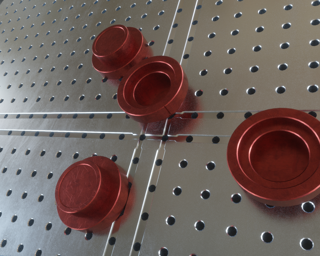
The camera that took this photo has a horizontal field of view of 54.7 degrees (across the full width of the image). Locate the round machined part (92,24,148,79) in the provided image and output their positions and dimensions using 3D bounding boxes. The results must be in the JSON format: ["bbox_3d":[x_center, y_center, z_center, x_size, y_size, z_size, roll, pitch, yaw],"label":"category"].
[{"bbox_3d":[-0.073,-0.132,0.515,0.098,0.042,0.098,-13,56,20],"label":"round machined part"}]

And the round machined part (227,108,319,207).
[{"bbox_3d":[0.121,0.032,0.314,0.098,0.042,0.098,-13,56,20],"label":"round machined part"}]

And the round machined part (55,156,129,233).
[{"bbox_3d":[-0.093,0.080,0.396,0.098,0.042,0.098,-13,56,20],"label":"round machined part"}]

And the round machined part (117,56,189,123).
[{"bbox_3d":[-0.006,-0.049,0.429,0.098,0.042,0.098,-13,56,20],"label":"round machined part"}]
